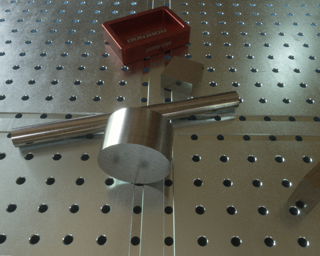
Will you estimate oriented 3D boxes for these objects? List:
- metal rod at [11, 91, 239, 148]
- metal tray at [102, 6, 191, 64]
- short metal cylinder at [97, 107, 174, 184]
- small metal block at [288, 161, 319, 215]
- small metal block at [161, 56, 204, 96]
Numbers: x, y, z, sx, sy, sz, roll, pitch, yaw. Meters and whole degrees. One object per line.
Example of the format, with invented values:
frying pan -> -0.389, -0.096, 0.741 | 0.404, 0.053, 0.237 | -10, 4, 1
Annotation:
metal rod -> -0.038, -0.014, 0.418 | 0.302, 0.025, 0.025 | -10, 51, -9
metal tray -> -0.024, -0.166, 0.543 | 0.131, 0.030, 0.090 | -23, 54, -19
short metal cylinder -> -0.026, 0.022, 0.353 | 0.080, 0.080, 0.050 | 4, 50, 3
small metal block -> 0.175, 0.062, 0.342 | 0.050, 0.050, 0.025 | -33, 58, -25
small metal block -> 0.035, -0.081, 0.476 | 0.050, 0.025, 0.050 | 20, 53, 16
